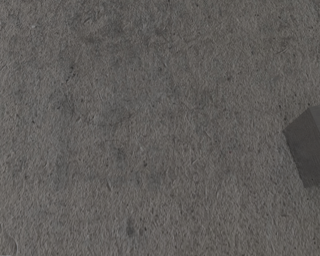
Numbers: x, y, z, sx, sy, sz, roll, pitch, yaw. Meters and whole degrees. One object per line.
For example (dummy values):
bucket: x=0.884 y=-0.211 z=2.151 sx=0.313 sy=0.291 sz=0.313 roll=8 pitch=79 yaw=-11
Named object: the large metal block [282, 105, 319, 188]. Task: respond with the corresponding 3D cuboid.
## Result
large metal block: x=0.200 y=0.022 z=0.372 sx=0.050 sy=0.080 sz=0.080 roll=-12 pitch=71 yaw=-4
